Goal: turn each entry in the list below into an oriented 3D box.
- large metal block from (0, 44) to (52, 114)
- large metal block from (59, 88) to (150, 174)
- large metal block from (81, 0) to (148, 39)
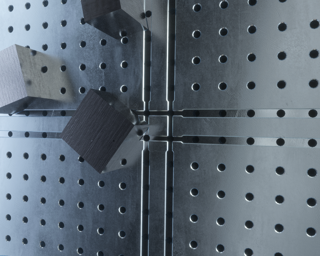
[{"bbox_3d":[-0.226,-0.072,0.480,0.080,0.050,0.080,-18,84,19],"label":"large metal block"},{"bbox_3d":[-0.076,0.004,0.427,0.080,0.050,0.080,39,102,16],"label":"large metal block"},{"bbox_3d":[-0.061,-0.172,0.406,0.050,0.080,0.080,-12,86,20],"label":"large metal block"}]
